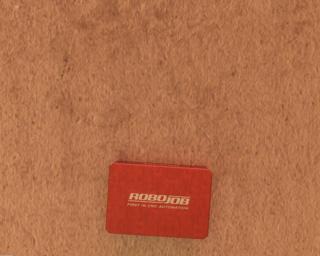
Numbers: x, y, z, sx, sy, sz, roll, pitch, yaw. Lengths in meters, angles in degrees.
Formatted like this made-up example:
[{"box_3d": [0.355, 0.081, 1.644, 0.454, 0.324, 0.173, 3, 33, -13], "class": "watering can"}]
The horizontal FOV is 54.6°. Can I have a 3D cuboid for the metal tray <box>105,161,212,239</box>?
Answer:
[{"box_3d": [-0.001, 0.093, 0.408, 0.131, 0.030, 0.090, 4, 90, 0], "class": "metal tray"}]
